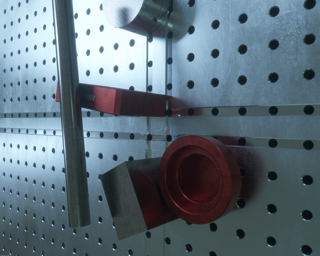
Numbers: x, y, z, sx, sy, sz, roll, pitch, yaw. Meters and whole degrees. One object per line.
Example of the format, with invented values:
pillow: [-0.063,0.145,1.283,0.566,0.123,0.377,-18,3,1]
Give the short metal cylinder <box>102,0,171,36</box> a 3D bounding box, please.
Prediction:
short metal cylinder: [-0.032,-0.171,0.420,0.080,0.050,0.079,0,90,40]

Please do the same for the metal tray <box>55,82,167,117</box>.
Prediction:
metal tray: [-0.068,-0.040,0.422,0.130,0.091,0.030,13,99,39]

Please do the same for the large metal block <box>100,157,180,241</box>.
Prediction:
large metal block: [-0.018,0.085,0.388,0.050,0.081,0.080,-32,70,35]

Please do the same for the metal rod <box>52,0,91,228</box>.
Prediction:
metal rod: [-0.110,-0.032,0.381,0.025,0.025,0.298,-10,84,39]

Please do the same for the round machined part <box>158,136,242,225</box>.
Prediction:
round machined part: [0.049,0.057,0.358,0.098,0.042,0.097,0,90,40]
